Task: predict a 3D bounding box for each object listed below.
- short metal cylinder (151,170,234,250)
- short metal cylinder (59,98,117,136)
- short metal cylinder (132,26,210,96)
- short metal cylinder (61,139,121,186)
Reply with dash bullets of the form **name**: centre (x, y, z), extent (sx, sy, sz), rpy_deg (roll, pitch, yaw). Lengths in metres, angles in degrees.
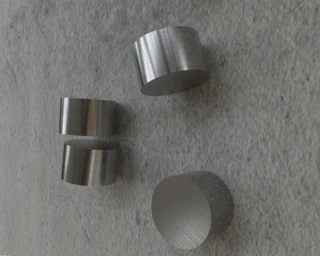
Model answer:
- **short metal cylinder**: centre (0.037, 0.092, 0.357), extent (0.080, 0.050, 0.079), rpy_deg (0, 90, 39)
- **short metal cylinder**: centre (-0.105, -0.016, 0.453), extent (0.080, 0.081, 0.050), rpy_deg (6, 94, 39)
- **short metal cylinder**: centre (0.012, -0.074, 0.358), extent (0.080, 0.081, 0.050), rpy_deg (-21, 77, 38)
- **short metal cylinder**: centre (-0.100, 0.048, 0.449), extent (0.080, 0.081, 0.050), rpy_deg (11, 98, 39)
